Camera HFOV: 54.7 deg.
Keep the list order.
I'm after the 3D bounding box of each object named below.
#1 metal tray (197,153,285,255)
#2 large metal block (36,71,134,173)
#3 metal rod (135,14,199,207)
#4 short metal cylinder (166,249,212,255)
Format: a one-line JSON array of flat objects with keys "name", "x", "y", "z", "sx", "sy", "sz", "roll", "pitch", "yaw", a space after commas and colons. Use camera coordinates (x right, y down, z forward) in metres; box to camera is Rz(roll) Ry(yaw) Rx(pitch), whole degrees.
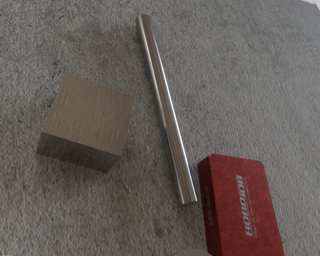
[{"name": "metal tray", "x": 0.100, "y": 0.102, "z": 0.395, "sx": 0.091, "sy": 0.030, "sz": 0.130, "roll": 11, "pitch": 57, "yaw": -23}, {"name": "large metal block", "x": -0.082, "y": -0.005, "z": 0.347, "sx": 0.081, "sy": 0.050, "sz": 0.080, "roll": 20, "pitch": 54, "yaw": -17}, {"name": "metal rod", "x": 0.004, "y": -0.041, "z": 0.432, "sx": 0.025, "sy": 0.025, "sz": 0.299, "roll": 1, "pitch": 61, "yaw": -28}, {"name": "short metal cylinder", "x": 0.024, "y": 0.164, "z": 0.302, "sx": 0.081, "sy": 0.050, "sz": 0.080, "roll": 14, "pitch": 56, "yaw": -21}]
